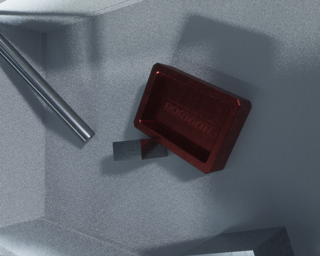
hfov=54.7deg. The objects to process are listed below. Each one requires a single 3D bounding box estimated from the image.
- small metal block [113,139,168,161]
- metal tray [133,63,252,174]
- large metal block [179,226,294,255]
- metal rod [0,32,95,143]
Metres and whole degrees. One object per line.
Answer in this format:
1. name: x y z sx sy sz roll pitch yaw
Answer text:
1. small metal block: -0.026 0.028 0.410 0.050 0.050 0.025 -8 85 39
2. metal tray: 0.032 -0.015 0.375 0.130 0.030 0.089 32 110 35
3. large metal block: 0.079 0.137 0.305 0.080 0.081 0.050 -23 76 37
4. metal rod: -0.217 -0.092 0.500 0.300 0.025 0.025 47 121 0
